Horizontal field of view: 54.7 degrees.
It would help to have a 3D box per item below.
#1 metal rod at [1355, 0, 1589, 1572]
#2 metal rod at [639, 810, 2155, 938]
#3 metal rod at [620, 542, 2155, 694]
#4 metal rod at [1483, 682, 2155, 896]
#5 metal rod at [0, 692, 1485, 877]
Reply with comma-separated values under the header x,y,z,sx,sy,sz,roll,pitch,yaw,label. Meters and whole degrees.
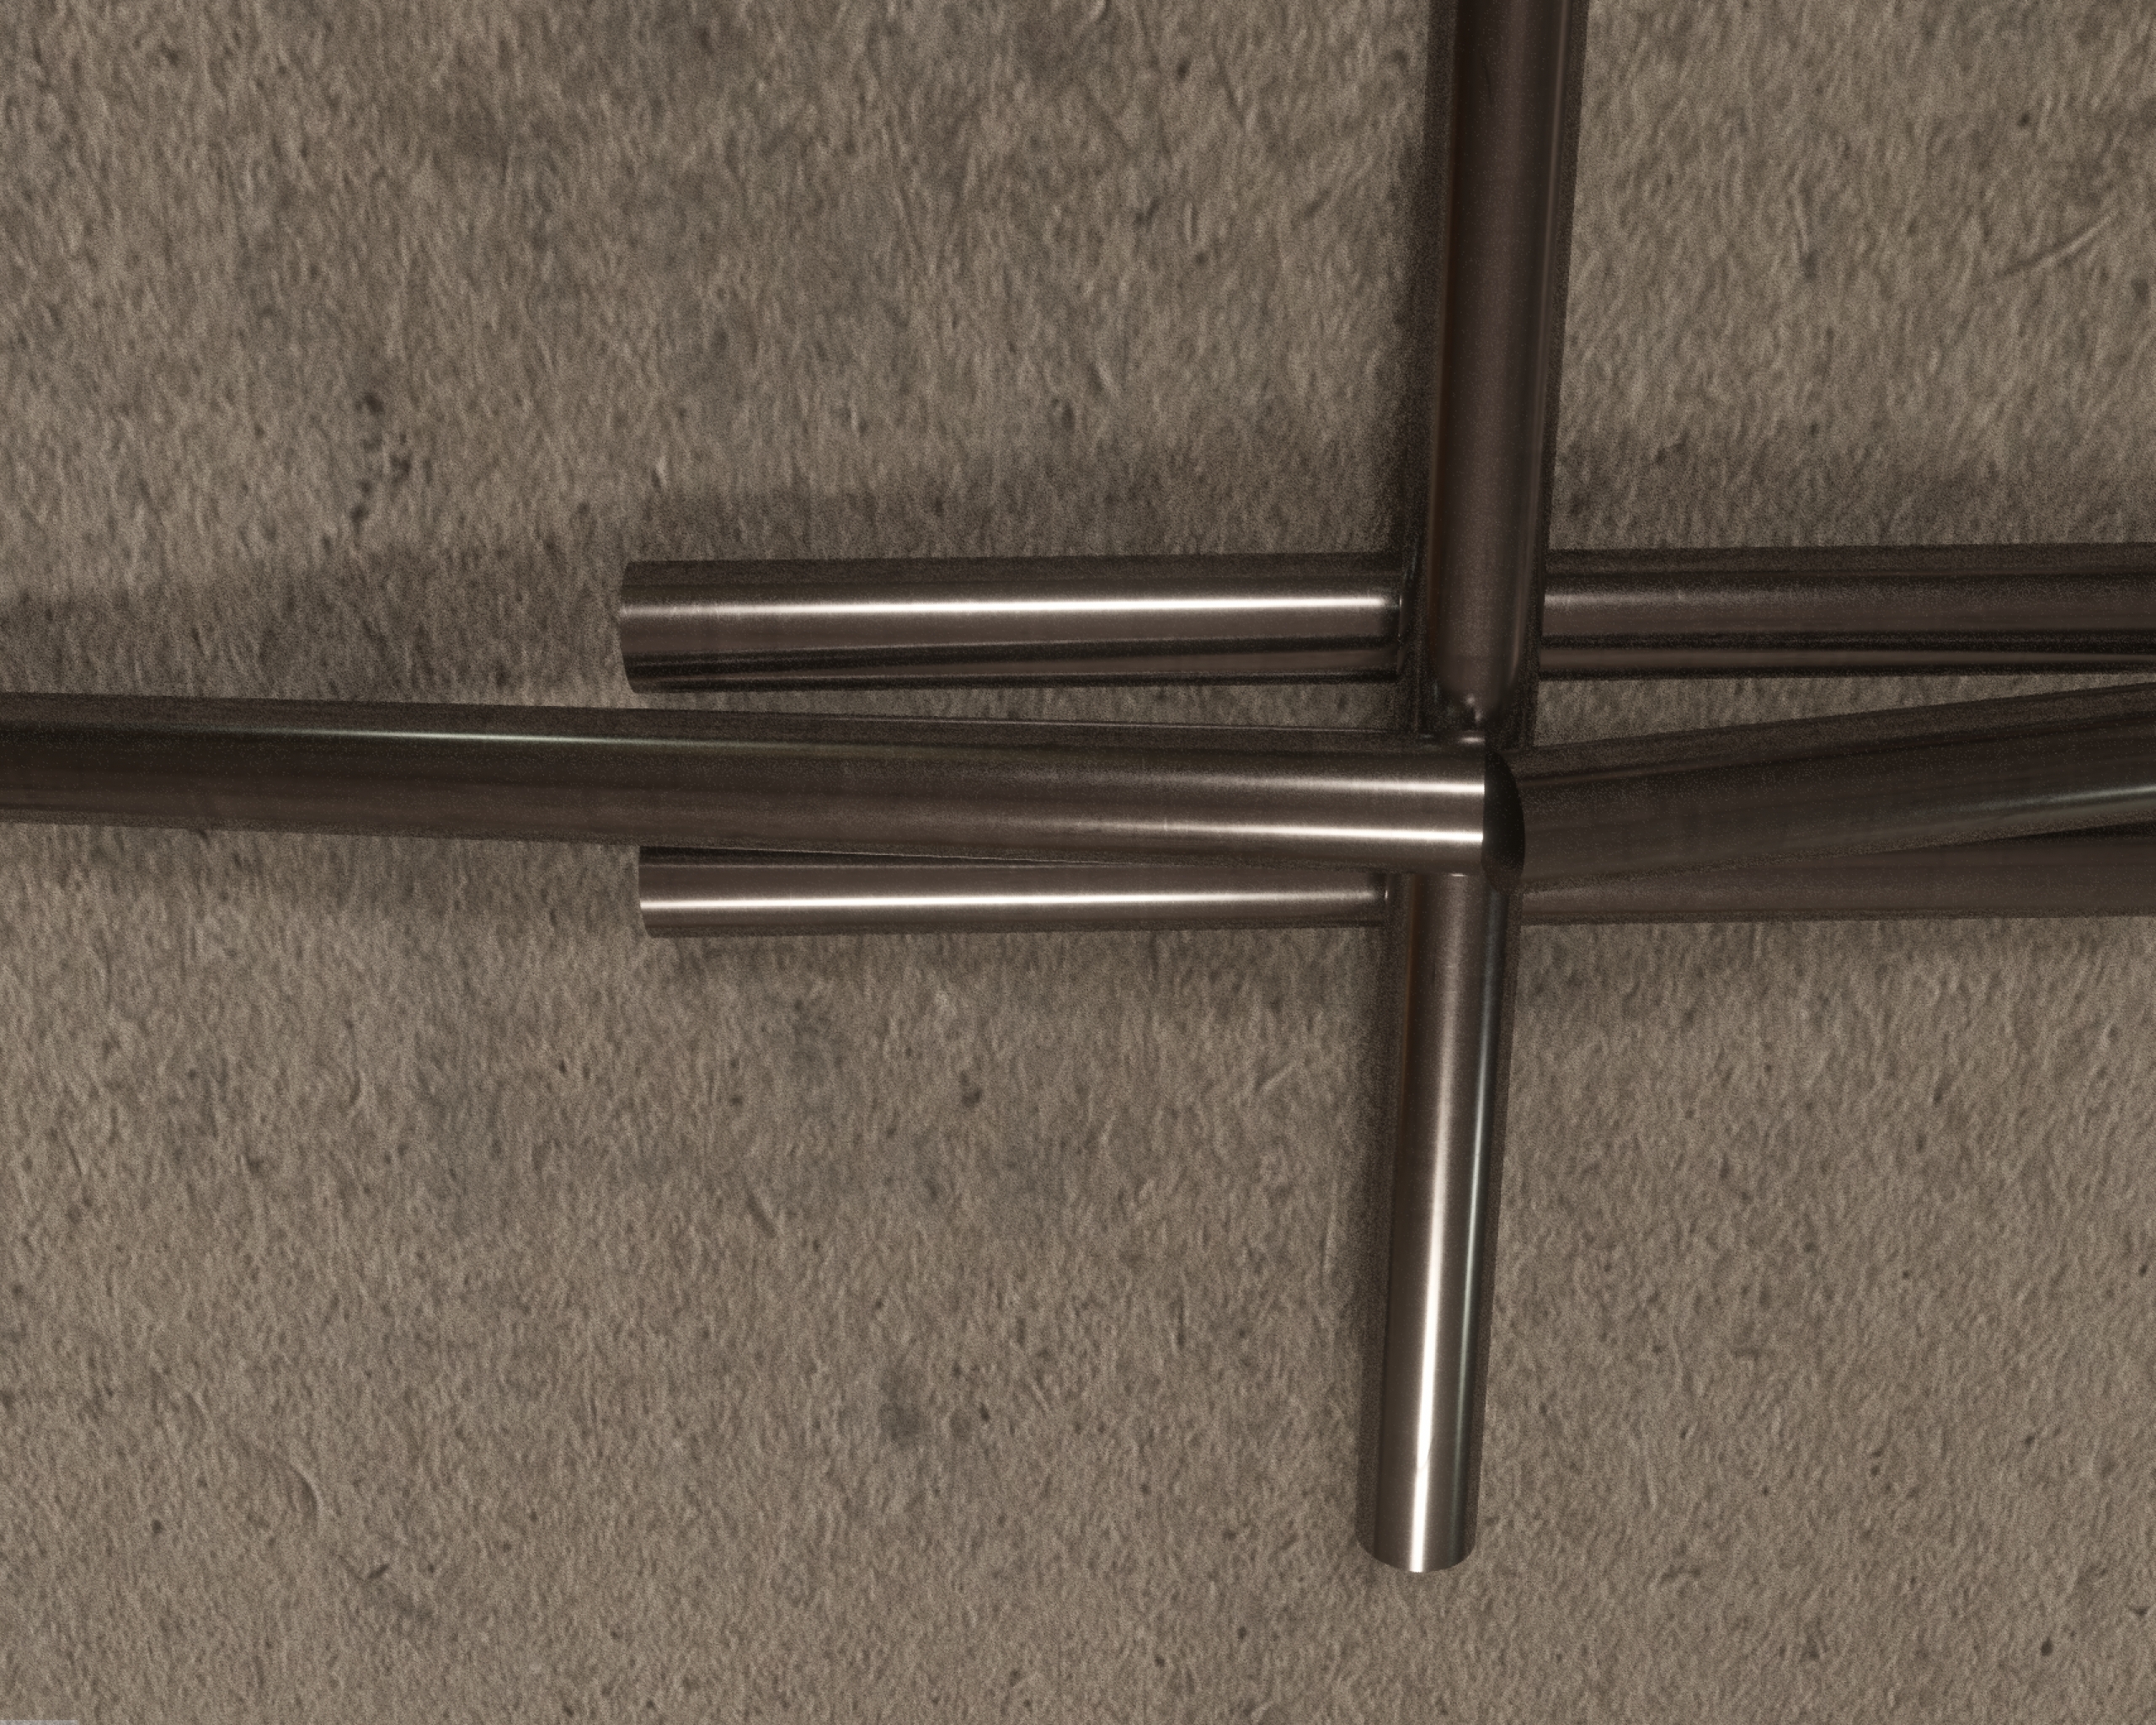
x,y,z,sx,sy,sz,roll,pitch,yaw,label
0.070,0.001,0.386,0.025,0.025,0.298,0,110,0,metal rod
0.067,0.000,0.411,0.302,0.025,0.025,-1,110,-1,metal rod
0.067,-0.046,0.394,0.302,0.025,0.025,-1,110,-1,metal rod
0.220,-0.023,0.379,0.302,0.025,0.025,-6,111,-9,metal rod
-0.080,-0.015,0.377,0.302,0.025,0.025,2,111,9,metal rod
